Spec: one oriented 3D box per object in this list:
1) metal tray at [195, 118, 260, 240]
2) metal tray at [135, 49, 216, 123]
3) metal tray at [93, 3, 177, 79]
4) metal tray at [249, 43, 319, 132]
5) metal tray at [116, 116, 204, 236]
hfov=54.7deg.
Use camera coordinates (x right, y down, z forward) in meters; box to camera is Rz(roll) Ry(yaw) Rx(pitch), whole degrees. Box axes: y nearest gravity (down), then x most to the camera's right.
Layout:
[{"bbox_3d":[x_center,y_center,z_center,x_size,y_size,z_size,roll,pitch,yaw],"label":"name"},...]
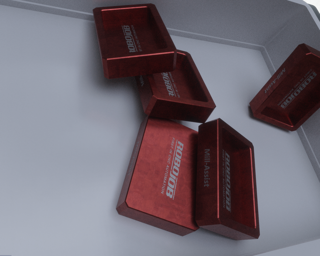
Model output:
[{"bbox_3d":[0.085,0.064,0.385,0.090,0.030,0.130,32,51,-37],"label":"metal tray"},{"bbox_3d":[0.014,-0.067,0.430,0.091,0.030,0.130,7,43,-25],"label":"metal tray"},{"bbox_3d":[-0.038,-0.122,0.417,0.091,0.030,0.130,-9,48,-11],"label":"metal tray"},{"bbox_3d":[0.218,-0.059,0.493,0.091,0.129,0.030,19,39,-18],"label":"metal tray"},{"bbox_3d":[0.009,0.053,0.377,0.090,0.030,0.130,24,53,-14],"label":"metal tray"}]
